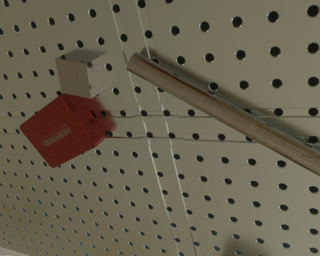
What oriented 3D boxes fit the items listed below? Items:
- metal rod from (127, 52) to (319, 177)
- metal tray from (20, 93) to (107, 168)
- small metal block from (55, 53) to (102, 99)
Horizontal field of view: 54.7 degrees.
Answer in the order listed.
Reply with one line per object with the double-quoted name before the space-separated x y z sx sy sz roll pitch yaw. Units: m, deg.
"metal rod" 0.095 -0.007 0.356 0.301 0.025 0.025 30 128 8
"metal tray" -0.157 0.005 0.494 0.130 0.030 0.090 -26 105 37
"small metal block" -0.111 -0.072 0.426 0.050 0.025 0.050 13 124 21
